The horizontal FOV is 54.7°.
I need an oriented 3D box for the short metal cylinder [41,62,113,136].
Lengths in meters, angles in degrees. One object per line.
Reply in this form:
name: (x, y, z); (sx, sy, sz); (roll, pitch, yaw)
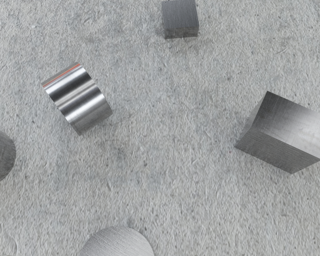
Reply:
short metal cylinder: (-0.104, -0.036, 0.391); (0.050, 0.080, 0.080); (-36, 74, -12)

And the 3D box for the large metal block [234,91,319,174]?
large metal block: (0.147, 0.009, 0.377); (0.080, 0.080, 0.050); (26, 72, 9)

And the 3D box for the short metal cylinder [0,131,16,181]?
short metal cylinder: (-0.229, 0.031, 0.382); (0.081, 0.050, 0.080); (0, 70, 0)

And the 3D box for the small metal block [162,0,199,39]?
small metal block: (0.030, -0.165, 0.468); (0.050, 0.025, 0.050); (-5, 70, -2)

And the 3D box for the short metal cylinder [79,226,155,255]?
short metal cylinder: (-0.045, 0.150, 0.340); (0.081, 0.050, 0.080); (0, 70, 0)
